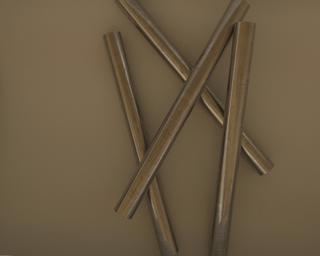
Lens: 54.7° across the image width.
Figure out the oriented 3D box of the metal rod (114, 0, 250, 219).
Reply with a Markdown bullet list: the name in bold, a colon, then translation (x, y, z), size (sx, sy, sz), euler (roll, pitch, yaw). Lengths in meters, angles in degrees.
- **metal rod**: translation (0.027, -0.024, 0.385), size (0.025, 0.025, 0.299), euler (29, 90, 0)

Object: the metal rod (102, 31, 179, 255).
- **metal rod**: translation (-0.025, 0.021, 0.410), size (0.025, 0.025, 0.298), euler (-15, 90, 0)

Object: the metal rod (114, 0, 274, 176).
- **metal rod**: translation (0.045, -0.060, 0.411), size (0.025, 0.025, 0.300), euler (-40, 90, 0)

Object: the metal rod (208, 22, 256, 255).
- **metal rod**: translation (0.089, 0.023, 0.389), size (0.025, 0.025, 0.298), euler (5, 99, 0)
